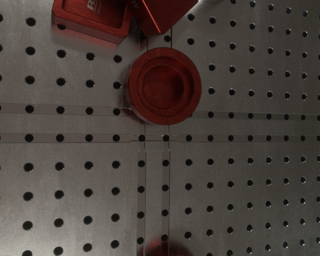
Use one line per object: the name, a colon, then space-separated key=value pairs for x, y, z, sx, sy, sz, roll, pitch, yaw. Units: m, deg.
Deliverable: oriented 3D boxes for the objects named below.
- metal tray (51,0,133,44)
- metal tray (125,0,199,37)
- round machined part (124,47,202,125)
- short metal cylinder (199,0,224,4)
metal tray: x=-0.073 y=-0.181 z=0.382 sx=0.091 sy=0.030 sz=0.129 roll=13 pitch=85 yaw=-20
metal tray: x=-0.012 y=-0.190 z=0.375 sx=0.090 sy=0.030 sz=0.130 roll=-50 pitch=125 yaw=-27
round machined part: x=0.001 y=-0.052 z=0.405 sx=0.099 sy=0.042 sz=0.097 roll=0 pitch=90 yaw=-21
short metal cylinder: x=0.081 y=-0.221 z=0.430 sx=0.081 sy=0.050 sz=0.079 roll=0 pitch=90 yaw=-20
